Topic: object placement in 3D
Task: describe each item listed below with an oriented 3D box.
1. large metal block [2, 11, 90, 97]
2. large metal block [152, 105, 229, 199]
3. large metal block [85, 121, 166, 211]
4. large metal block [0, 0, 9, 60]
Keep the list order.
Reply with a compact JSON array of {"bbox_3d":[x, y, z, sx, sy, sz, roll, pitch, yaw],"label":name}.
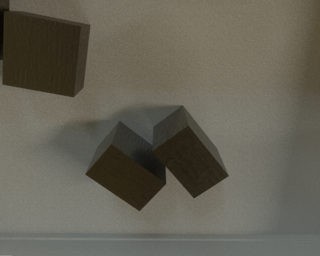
[{"bbox_3d":[-0.132,-0.087,0.364,0.081,0.050,0.079,10,110,-4],"label":"large metal block"},{"bbox_3d":[0.036,0.027,0.393,0.050,0.080,0.080,-36,107,12],"label":"large metal block"},{"bbox_3d":[-0.040,0.046,0.398,0.080,0.080,0.050,38,106,-13],"label":"large metal block"},{"bbox_3d":[-0.212,-0.115,0.330,0.050,0.080,0.079,17,111,14],"label":"large metal block"}]
